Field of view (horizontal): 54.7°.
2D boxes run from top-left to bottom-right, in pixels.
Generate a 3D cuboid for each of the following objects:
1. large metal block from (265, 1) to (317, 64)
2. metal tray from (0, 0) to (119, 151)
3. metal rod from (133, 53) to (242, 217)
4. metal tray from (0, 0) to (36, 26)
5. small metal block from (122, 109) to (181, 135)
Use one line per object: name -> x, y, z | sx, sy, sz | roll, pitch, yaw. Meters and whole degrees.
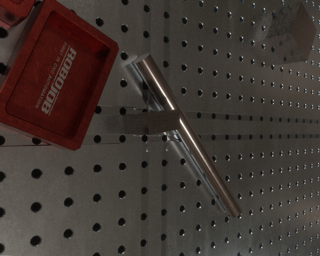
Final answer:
large metal block -> 0.263, -0.187, 0.617 | 0.080, 0.050, 0.080 | 37, 67, -34
metal tray -> -0.105, -0.052, 0.318 | 0.090, 0.030, 0.130 | 29, 72, -37
metal rod -> 0.051, 0.025, 0.453 | 0.025, 0.025, 0.299 | -48, 119, -29
metal tray -> -0.165, -0.164, 0.267 | 0.131, 0.030, 0.090 | 29, 72, -37
small metal block -> -0.011, -0.008, 0.386 | 0.050, 0.050, 0.025 | -10, 97, -40
